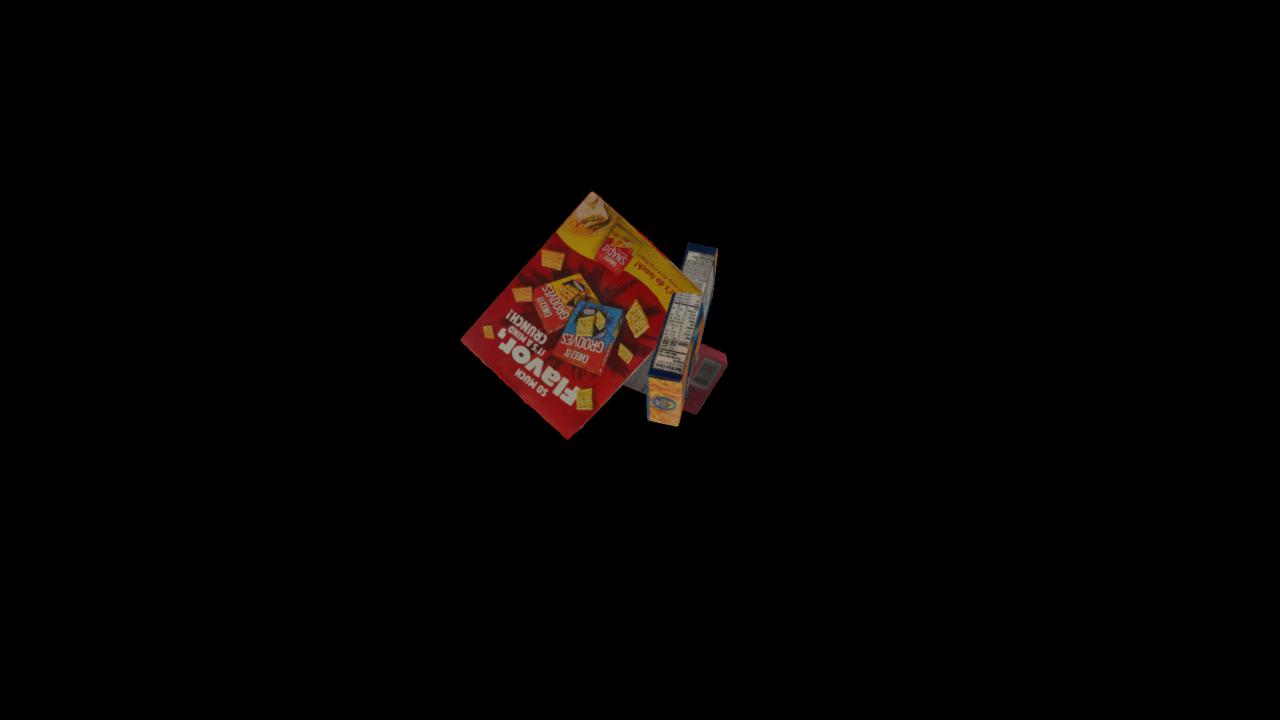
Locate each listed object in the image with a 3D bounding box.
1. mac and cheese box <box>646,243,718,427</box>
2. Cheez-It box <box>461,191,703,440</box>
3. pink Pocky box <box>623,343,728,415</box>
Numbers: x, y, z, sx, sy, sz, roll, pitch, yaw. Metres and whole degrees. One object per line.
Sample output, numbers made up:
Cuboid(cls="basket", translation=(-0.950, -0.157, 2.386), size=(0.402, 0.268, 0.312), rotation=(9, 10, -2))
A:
Cuboid(cls="mac and cheese box", translation=(0.047, -0.030, 0.670), size=(0.041, 0.184, 0.093), rotation=(13, -32, 8))
Cuboid(cls="Cheez-It box", translation=(-0.062, -0.047, 0.687), size=(0.166, 0.223, 0.071), rotation=(42, 7, 1))
Cuboid(cls="pink Pocky box", translation=(0.017, 0.001, 0.733), size=(0.155, 0.084, 0.029), rotation=(23, 29, -10))
